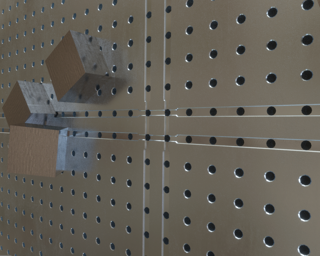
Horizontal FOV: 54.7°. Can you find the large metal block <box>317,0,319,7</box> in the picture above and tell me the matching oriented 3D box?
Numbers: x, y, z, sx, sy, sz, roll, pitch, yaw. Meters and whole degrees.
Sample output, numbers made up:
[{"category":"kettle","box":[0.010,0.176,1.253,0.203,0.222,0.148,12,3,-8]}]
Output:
[{"category":"large metal block","box":[0.180,-0.094,0.244,0.080,0.050,0.080,-21,77,37]}]

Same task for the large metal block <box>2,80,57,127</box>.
[{"category":"large metal block","box":[-0.255,-0.033,0.599,0.080,0.050,0.080,-46,63,30]}]

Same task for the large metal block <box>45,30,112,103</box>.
[{"category":"large metal block","box":[-0.134,-0.096,0.500,0.080,0.050,0.080,-35,68,34]}]

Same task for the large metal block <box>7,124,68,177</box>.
[{"category":"large metal block","box":[-0.211,0.037,0.538,0.081,0.050,0.079,6,95,-1]}]
